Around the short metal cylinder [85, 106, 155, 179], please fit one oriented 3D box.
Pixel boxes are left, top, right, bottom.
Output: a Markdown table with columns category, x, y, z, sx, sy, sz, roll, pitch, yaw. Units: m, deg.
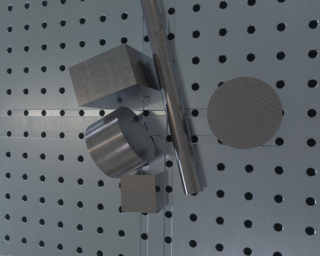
| category | x | y | z | sx | sy | sz | roll | pitch | yaw |
| --- | --- | --- | --- | --- | --- | --- | --- | --- | --- |
| short metal cylinder | -0.050 | 0.019 | 0.401 | 0.050 | 0.080 | 0.080 | -30 | 81 | 18 |

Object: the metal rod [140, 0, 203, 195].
| category | x | y | z | sx | sy | sz | roll | pitch | yaw |
| --- | --- | --- | --- | --- | --- | --- | --- | --- | --- |
| metal rod | 0.010 | -0.063 | 0.408 | 0.025 | 0.025 | 0.298 | -14 | 85 | 19 |

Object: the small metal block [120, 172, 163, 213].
| category | x | y | z | sx | sy | sz | roll | pitch | yaw |
| --- | --- | --- | --- | --- | --- | --- | --- | --- | --- |
| small metal block | -0.025 | 0.087 | 0.421 | 0.050 | 0.025 | 0.050 | -3 | 89 | 20 |

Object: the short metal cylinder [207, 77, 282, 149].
| category | x | y | z | sx | sy | sz | roll | pitch | yaw |
| --- | --- | --- | --- | --- | --- | --- | --- | --- | --- |
| short metal cylinder | 0.100 | -0.017 | 0.364 | 0.080 | 0.050 | 0.079 | 0 | 90 | 20 |

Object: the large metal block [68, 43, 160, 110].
| category | x | y | z | sx | sy | sz | roll | pitch | yaw |
| --- | --- | --- | --- | --- | --- | --- | --- | --- | --- |
| large metal block | -0.056 | -0.062 | 0.403 | 0.080 | 0.080 | 0.050 | -18 | 84 | 19 |
